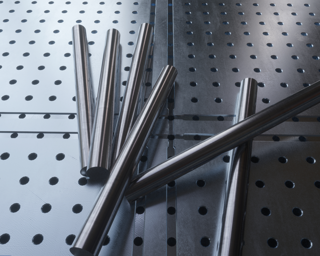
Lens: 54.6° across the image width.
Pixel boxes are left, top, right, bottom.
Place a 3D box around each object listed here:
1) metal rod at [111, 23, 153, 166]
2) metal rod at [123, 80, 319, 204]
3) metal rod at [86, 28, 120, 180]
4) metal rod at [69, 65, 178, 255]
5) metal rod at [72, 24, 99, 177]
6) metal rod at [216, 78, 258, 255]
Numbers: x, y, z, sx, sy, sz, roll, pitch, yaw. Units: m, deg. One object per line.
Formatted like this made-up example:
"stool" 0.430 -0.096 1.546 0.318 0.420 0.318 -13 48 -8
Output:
"metal rod" -0.038 -0.063 0.460 0.025 0.025 0.300 4 50 3
"metal rod" 0.094 0.007 0.369 0.301 0.025 0.025 -27 54 -9
"metal rod" -0.075 -0.057 0.440 0.025 0.025 0.300 -2 45 -2
"metal rod" -0.026 0.012 0.375 0.025 0.025 0.301 12 44 10
"metal rod" -0.113 -0.061 0.458 0.025 0.025 0.300 -9 51 -8
"metal rod" 0.095 0.046 0.369 0.025 0.025 0.300 12 51 9
